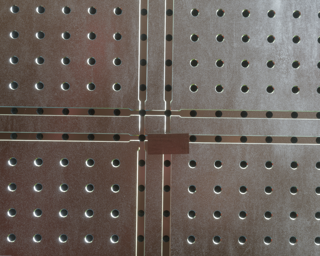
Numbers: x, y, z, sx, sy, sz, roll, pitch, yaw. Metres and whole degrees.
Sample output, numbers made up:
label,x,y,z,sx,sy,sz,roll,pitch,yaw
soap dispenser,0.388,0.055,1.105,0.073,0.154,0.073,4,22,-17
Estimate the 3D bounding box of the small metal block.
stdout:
label,x,y,z,sx,sy,sz,roll,pitch,yaw
small metal block,0.010,0.019,0.401,0.050,0.050,0.025,-1,90,-1
